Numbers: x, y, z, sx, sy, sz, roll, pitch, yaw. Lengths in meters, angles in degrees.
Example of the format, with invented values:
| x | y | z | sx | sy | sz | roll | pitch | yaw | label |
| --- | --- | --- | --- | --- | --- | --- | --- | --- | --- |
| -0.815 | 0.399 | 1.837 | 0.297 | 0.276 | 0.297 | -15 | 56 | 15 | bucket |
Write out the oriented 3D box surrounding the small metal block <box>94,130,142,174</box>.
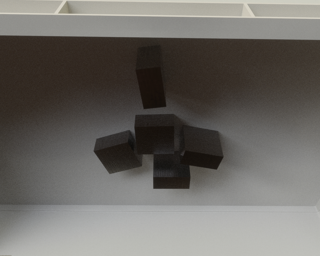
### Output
| x | y | z | sx | sy | sz | roll | pitch | yaw | label |
| --- | --- | --- | --- | --- | --- | --- | --- | --- | --- |
| -0.058 | 0.035 | 0.438 | 0.050 | 0.025 | 0.050 | -15 | 129 | 12 | small metal block |

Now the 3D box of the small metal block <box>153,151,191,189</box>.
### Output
| x | y | z | sx | sy | sz | roll | pitch | yaw | label |
| --- | --- | --- | --- | --- | --- | --- | --- | --- | --- |
| 0.016 | 0.059 | 0.443 | 0.050 | 0.050 | 0.025 | 0 | 130 | 0 | small metal block |

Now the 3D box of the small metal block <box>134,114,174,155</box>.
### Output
| x | y | z | sx | sy | sz | roll | pitch | yaw | label |
| --- | --- | --- | --- | --- | --- | --- | --- | --- | --- |
| -0.006 | 0.009 | 0.416 | 0.050 | 0.025 | 0.050 | -2 | 130 | 1 | small metal block |

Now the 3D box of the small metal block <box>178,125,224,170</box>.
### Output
| x | y | z | sx | sy | sz | roll | pitch | yaw | label |
| --- | --- | --- | --- | --- | --- | --- | --- | --- | --- |
| 0.053 | 0.025 | 0.414 | 0.050 | 0.050 | 0.025 | 10 | 129 | -9 | small metal block |

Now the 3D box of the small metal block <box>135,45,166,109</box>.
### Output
| x | y | z | sx | sy | sz | roll | pitch | yaw | label |
| --- | --- | --- | --- | --- | --- | --- | --- | --- | --- |
| -0.009 | -0.057 | 0.344 | 0.025 | 0.050 | 0.050 | -6 | 130 | 5 | small metal block |
